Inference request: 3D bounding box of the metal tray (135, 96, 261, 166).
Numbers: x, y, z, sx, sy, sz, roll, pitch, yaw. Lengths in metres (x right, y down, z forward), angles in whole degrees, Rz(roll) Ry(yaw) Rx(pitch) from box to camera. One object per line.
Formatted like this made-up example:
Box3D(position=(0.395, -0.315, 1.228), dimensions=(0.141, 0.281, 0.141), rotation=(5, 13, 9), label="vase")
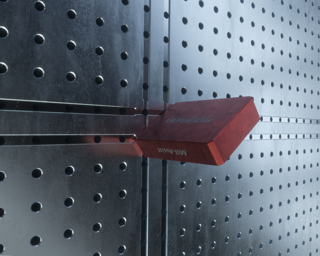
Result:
Box3D(position=(0.042, 0.001, 0.378), dimensions=(0.090, 0.130, 0.030), rotation=(-42, 116, -32), label="metal tray")
